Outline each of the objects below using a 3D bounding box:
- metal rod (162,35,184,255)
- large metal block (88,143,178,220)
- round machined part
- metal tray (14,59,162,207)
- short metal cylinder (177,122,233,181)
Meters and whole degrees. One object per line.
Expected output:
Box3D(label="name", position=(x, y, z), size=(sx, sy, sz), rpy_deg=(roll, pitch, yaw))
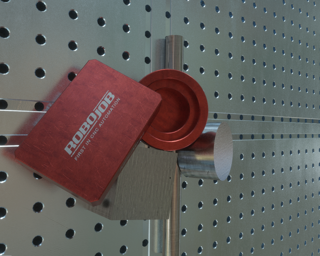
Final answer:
Box3D(label="metal rod", position=(0.018, 0.025, 0.425), size=(0.025, 0.025, 0.298), rpy_deg=(2, 89, -40))
Box3D(label="large metal block", position=(-0.030, 0.063, 0.368), size=(0.081, 0.050, 0.080), rpy_deg=(13, 82, -39))
Box3D(label="round machined part", position=(0.007, -0.021, 0.387), size=(0.099, 0.042, 0.097), rpy_deg=(0, 89, -15))
Box3D(label="metal tray", position=(-0.067, 0.001, 0.317), size=(0.090, 0.030, 0.130), rpy_deg=(29, 67, 5))
Box3D(label="short metal cylinder", position=(0.065, 0.031, 0.430), size=(0.080, 0.050, 0.079), rpy_deg=(-1, 91, -60))
